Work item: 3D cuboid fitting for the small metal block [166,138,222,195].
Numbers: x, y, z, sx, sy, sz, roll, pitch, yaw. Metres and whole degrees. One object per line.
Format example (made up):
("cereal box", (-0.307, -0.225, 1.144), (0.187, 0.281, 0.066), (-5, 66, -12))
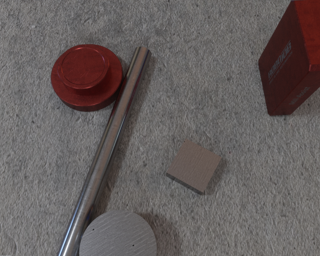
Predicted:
("small metal block", (0.042, 0.049, 0.391), (0.050, 0.025, 0.050), (28, 72, 9))

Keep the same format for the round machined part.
("round machined part", (-0.101, -0.075, 0.426), (0.099, 0.042, 0.098), (0, 70, 0))

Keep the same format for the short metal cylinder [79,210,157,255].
("short metal cylinder", (-0.043, 0.134, 0.345), (0.081, 0.050, 0.080), (0, 70, 0))

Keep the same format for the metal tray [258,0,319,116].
("metal tray", (0.162, -0.080, 0.383), (0.030, 0.130, 0.090), (-3, 70, -1))

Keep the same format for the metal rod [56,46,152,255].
("metal rod", (-0.066, 0.025, 0.398), (0.025, 0.025, 0.299), (16, 71, 5))
